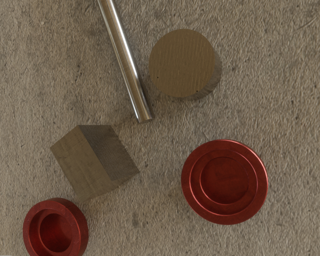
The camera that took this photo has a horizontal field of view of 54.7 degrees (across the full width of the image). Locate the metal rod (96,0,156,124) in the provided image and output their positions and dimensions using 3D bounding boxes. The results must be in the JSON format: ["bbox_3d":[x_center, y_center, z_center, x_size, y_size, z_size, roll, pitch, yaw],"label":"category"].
[{"bbox_3d":[-0.066,-0.149,0.432,0.025,0.025,0.299,-21,83,19],"label":"metal rod"}]

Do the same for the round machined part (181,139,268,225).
[{"bbox_3d":[0.078,0.062,0.372,0.098,0.042,0.097,0,90,20],"label":"round machined part"}]

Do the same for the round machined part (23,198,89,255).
[{"bbox_3d":[-0.146,0.150,0.451,0.098,0.042,0.097,0,90,20],"label":"round machined part"}]

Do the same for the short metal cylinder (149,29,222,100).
[{"bbox_3d":[0.033,-0.076,0.384,0.080,0.050,0.079,0,90,20],"label":"short metal cylinder"}]

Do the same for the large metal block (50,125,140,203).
[{"bbox_3d":[-0.083,0.043,0.409,0.050,0.080,0.080,-37,78,16],"label":"large metal block"}]
